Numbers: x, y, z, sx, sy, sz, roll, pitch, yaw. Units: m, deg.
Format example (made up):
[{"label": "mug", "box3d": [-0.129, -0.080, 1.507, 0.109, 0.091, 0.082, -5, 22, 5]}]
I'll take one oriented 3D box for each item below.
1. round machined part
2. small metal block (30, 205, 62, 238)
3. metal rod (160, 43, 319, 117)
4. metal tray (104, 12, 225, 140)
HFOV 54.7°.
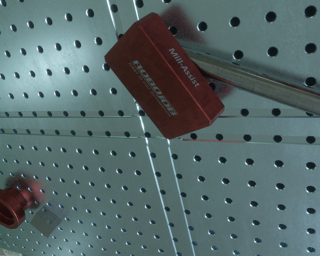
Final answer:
[{"label": "round machined part", "box3d": [-0.332, 0.169, 0.676, 0.098, 0.042, 0.097, 13, 124, 20]}, {"label": "small metal block", "box3d": [-0.243, 0.201, 0.660, 0.050, 0.025, 0.050, 40, 129, 0]}, {"label": "metal rod", "box3d": [0.135, -0.035, 0.317, 0.301, 0.025, 0.025, 22, 127, 14]}, {"label": "metal tray", "box3d": [0.002, -0.052, 0.355, 0.130, 0.030, 0.090, 52, 147, -10]}]
